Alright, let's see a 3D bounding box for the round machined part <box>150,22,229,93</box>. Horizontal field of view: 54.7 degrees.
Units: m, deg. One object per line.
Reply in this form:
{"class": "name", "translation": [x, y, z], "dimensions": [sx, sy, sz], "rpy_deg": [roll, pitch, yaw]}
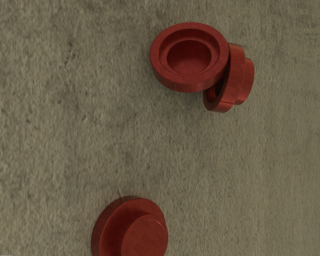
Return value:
{"class": "round machined part", "translation": [0.038, -0.087, 0.404], "dimensions": [0.042, 0.098, 0.098], "rpy_deg": [77, 37, -63]}

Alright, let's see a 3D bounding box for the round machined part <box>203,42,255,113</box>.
{"class": "round machined part", "translation": [0.098, -0.069, 0.437], "dimensions": [0.042, 0.098, 0.097], "rpy_deg": [9, 84, -11]}

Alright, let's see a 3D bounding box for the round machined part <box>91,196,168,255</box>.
{"class": "round machined part", "translation": [-0.029, 0.134, 0.372], "dimensions": [0.099, 0.042, 0.097], "rpy_deg": [0, 90, -40]}
